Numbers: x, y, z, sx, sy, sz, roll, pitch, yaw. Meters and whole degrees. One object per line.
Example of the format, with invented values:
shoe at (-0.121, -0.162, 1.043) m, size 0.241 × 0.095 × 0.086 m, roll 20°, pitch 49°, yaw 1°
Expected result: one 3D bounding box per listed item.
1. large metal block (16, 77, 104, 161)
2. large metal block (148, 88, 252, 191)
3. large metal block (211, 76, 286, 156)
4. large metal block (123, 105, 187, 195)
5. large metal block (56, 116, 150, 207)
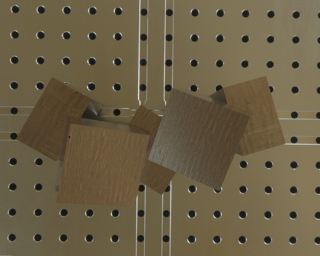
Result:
large metal block at (-0.118, -0.010, 0.384) m, size 0.050 × 0.080 × 0.080 m, roll 30°, pitch 90°, yaw -1°
large metal block at (0.044, 0.008, 0.332) m, size 0.080 × 0.050 × 0.079 m, roll 22°, pitch 103°, yaw 15°
large metal block at (0.106, -0.014, 0.387) m, size 0.050 × 0.080 × 0.080 m, roll -16°, pitch 90°, yaw 0°
large metal block at (-0.010, 0.026, 0.400) m, size 0.080 × 0.050 × 0.080 m, roll 32°, pitch 90°, yaw -1°
large metal block at (-0.064, 0.036, 0.334) m, size 0.081 × 0.050 × 0.079 m, roll 9°, pitch 97°, yaw -21°
